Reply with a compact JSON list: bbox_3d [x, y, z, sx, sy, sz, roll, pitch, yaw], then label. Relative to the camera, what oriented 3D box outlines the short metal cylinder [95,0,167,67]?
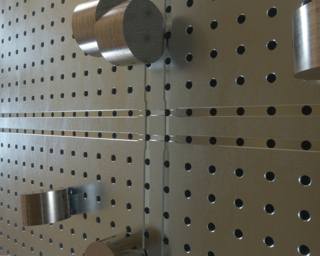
[{"bbox_3d":[-0.036,-0.122,0.401,0.050,0.081,0.079,3,92,39],"label":"short metal cylinder"}]

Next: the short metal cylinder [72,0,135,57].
[{"bbox_3d":[-0.074,-0.142,0.432,0.050,0.081,0.079,3,92,39],"label":"short metal cylinder"}]

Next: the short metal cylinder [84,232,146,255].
[{"bbox_3d":[-0.065,0.197,0.444,0.080,0.050,0.079,0,90,39],"label":"short metal cylinder"}]

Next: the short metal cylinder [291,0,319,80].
[{"bbox_3d":[0.150,-0.071,0.249,0.080,0.081,0.050,-3,88,39],"label":"short metal cylinder"}]

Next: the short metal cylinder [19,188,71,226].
[{"bbox_3d":[-0.196,0.133,0.532,0.080,0.081,0.050,-11,83,39],"label":"short metal cylinder"}]
